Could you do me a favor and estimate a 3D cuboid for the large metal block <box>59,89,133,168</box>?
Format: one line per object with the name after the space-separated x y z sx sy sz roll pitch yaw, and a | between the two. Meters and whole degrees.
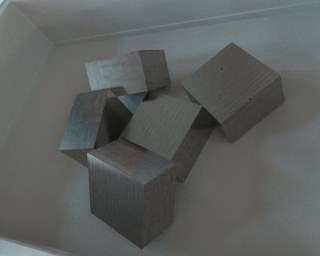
-0.074 0.008 0.401 0.050 0.080 0.080 -5 59 25 | large metal block

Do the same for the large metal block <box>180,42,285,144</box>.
0.085 -0.043 0.368 0.080 0.050 0.080 -39 51 1 | large metal block

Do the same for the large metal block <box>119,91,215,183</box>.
0.007 0.008 0.379 0.080 0.050 0.080 21 73 35 | large metal block

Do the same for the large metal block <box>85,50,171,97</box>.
-0.041 -0.074 0.426 0.080 0.080 0.050 -8 100 25 | large metal block

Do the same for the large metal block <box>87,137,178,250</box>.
-0.031 0.067 0.334 0.080 0.079 0.050 22 31 34 | large metal block
